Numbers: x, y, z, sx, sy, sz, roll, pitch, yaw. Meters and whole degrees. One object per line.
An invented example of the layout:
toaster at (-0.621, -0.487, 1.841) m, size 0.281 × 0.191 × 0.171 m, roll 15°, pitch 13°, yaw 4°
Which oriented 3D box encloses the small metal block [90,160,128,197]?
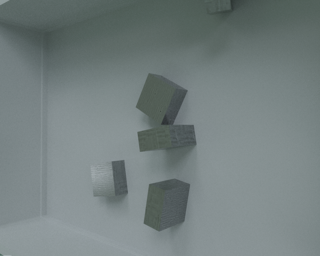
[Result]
small metal block at (-0.078, 0.077, 0.471) m, size 0.050 × 0.025 × 0.050 m, roll -12°, pitch 82°, yaw 39°

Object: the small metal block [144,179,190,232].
small metal block at (0.009, 0.093, 0.383) m, size 0.025 × 0.050 × 0.050 m, roll 13°, pitch 99°, yaw 39°

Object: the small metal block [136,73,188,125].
small metal block at (0.001, -0.038, 0.406) m, size 0.050 × 0.025 × 0.050 m, roll 35°, pitch 112°, yaw 34°

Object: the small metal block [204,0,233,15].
small metal block at (0.061, -0.149, 0.328) m, size 0.025 × 0.050 × 0.050 m, roll -4°, pitch 107°, yaw 17°

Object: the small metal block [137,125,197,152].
small metal block at (0.009, 0.013, 0.383) m, size 0.050 × 0.050 × 0.025 m, roll -13°, pitch 82°, yaw 39°
